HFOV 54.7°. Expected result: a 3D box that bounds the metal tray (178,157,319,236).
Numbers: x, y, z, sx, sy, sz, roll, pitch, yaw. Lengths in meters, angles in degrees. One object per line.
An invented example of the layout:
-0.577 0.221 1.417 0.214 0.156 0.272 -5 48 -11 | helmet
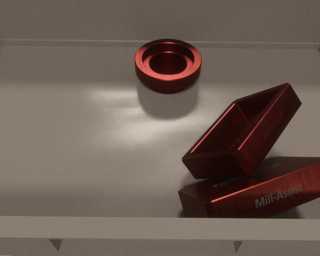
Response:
0.093 0.062 0.311 0.131 0.090 0.030 -16 89 -14 | metal tray

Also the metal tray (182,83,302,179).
0.095 0.004 0.361 0.131 0.090 0.030 -44 104 -31 | metal tray

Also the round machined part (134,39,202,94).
0.012 -0.089 0.469 0.099 0.042 0.098 0 50 0 | round machined part
